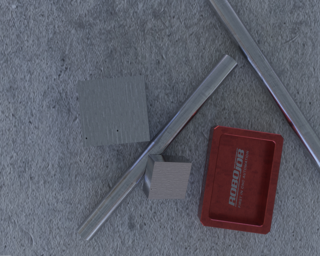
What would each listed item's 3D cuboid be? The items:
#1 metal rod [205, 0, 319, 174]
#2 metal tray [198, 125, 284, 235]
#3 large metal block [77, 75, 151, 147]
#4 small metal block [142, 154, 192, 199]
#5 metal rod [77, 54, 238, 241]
[{"bbox_3d":[0.150,-0.056,0.411,0.025,0.025,0.299,-34,90,0],"label":"metal rod"},{"bbox_3d":[0.105,0.066,0.408,0.091,0.030,0.129,8,90,-1],"label":"metal tray"},{"bbox_3d":[-0.056,-0.020,0.397,0.081,0.050,0.079,-5,90,-1],"label":"large metal block"},{"bbox_3d":[0.009,0.063,0.397,0.050,0.025,0.050,5,104,-22],"label":"small metal block"},{"bbox_3d":[-0.003,0.025,0.409,0.025,0.025,0.300,40,90,-1],"label":"metal rod"}]
